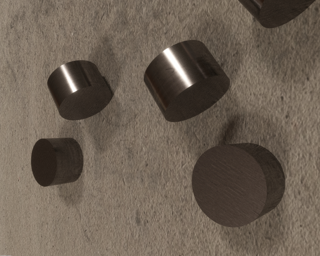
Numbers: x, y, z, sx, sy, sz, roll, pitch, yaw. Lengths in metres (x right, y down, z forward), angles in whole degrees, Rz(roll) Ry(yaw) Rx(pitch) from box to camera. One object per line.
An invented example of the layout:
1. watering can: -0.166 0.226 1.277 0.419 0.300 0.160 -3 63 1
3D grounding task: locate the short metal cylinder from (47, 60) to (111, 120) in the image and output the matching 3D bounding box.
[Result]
1. short metal cylinder: -0.121 -0.055 0.466 0.080 0.081 0.050 -44 64 31

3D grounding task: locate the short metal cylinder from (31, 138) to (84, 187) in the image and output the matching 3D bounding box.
1. short metal cylinder: -0.177 0.057 0.531 0.080 0.050 0.079 0 90 39

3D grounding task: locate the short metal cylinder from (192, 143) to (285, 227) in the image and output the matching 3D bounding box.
1. short metal cylinder: 0.081 0.056 0.321 0.080 0.050 0.079 0 90 39

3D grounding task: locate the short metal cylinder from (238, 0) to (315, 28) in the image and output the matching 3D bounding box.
1. short metal cylinder: 0.109 -0.139 0.279 0.080 0.081 0.050 -46 63 30

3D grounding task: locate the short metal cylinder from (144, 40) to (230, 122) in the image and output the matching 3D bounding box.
1. short metal cylinder: 0.029 -0.050 0.344 0.080 0.081 0.050 -43 64 31
